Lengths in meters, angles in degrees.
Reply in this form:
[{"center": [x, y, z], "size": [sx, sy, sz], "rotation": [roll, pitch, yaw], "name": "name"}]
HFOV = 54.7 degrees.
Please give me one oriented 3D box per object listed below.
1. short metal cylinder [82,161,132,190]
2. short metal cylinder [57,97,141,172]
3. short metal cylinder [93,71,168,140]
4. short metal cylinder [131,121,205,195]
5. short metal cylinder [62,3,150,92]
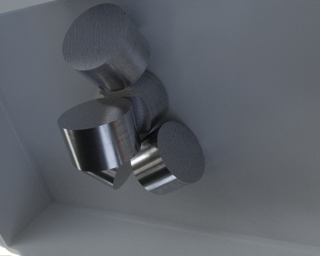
[{"center": [-0.064, 0.038, 0.428], "size": [0.050, 0.080, 0.079], "rotation": [26, 128, 12], "name": "short metal cylinder"}, {"center": [-0.065, 0.004, 0.343], "size": [0.080, 0.080, 0.050], "rotation": [3, 120, 26], "name": "short metal cylinder"}, {"center": [-0.036, -0.029, 0.391], "size": [0.080, 0.050, 0.079], "rotation": [13, 124, 21], "name": "short metal cylinder"}, {"center": [0.011, 0.038, 0.389], "size": [0.050, 0.080, 0.080], "rotation": [-32, 101, 39], "name": "short metal cylinder"}, {"center": [-0.058, -0.087, 0.340], "size": [0.080, 0.080, 0.050], "rotation": [4, 163, 26], "name": "short metal cylinder"}]
